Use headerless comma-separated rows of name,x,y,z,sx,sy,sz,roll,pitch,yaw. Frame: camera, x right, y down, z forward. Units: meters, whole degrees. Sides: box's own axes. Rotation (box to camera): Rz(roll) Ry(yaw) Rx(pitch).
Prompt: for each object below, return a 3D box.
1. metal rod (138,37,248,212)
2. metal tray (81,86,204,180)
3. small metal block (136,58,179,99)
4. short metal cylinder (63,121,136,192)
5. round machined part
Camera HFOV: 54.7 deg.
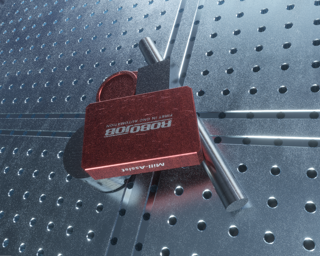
metal rod,0.028,-0.028,0.406,0.025,0.025,0.300,-31,52,8
metal tray,-0.021,0.005,0.359,0.131,0.030,0.090,-9,57,8
small metal block,-0.003,-0.059,0.411,0.050,0.025,0.050,-12,59,27
short metal cylinder,-0.077,0.037,0.405,0.080,0.050,0.080,-13,56,21
round machined part,-0.052,-0.043,0.445,0.098,0.042,0.098,-14,56,22
